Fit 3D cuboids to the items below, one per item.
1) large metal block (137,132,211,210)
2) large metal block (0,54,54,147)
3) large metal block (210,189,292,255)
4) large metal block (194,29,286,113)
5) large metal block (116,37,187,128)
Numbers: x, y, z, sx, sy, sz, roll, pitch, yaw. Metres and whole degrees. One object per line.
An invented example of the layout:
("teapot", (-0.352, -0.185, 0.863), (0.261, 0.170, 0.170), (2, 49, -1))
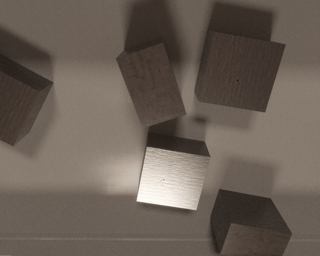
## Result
("large metal block", (0.016, 0.058, 0.420), (0.081, 0.050, 0.079), (10, 110, -4))
("large metal block", (-0.193, -0.037, 0.382), (0.080, 0.050, 0.080), (29, 107, -11))
("large metal block", (0.122, 0.135, 0.434), (0.081, 0.080, 0.050), (11, 110, -5))
("large metal block", (0.092, -0.070, 0.374), (0.081, 0.050, 0.079), (9, 110, -4))
("large metal block", (-0.008, -0.056, 0.361), (0.050, 0.080, 0.080), (-18, 109, 6))
